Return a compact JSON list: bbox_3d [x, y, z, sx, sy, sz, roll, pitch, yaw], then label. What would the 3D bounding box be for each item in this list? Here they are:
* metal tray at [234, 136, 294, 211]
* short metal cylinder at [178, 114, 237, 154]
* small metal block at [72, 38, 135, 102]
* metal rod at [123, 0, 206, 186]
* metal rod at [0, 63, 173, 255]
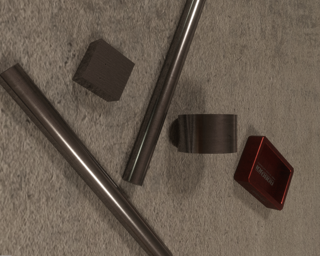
[{"bbox_3d":[0.194,0.084,0.567,0.130,0.030,0.090,40,66,-33],"label":"metal tray"},{"bbox_3d":[0.065,0.007,0.426,0.081,0.080,0.050,0,90,-40],"label":"short metal cylinder"},{"bbox_3d":[-0.063,-0.064,0.353,0.050,0.025,0.050,33,70,-36],"label":"small metal block"},{"bbox_3d":[0.013,-0.069,0.417,0.025,0.025,0.299,31,71,-36],"label":"metal rod"},{"bbox_3d":[-0.068,0.060,0.349,0.025,0.025,0.299,-48,119,-29],"label":"metal rod"}]
